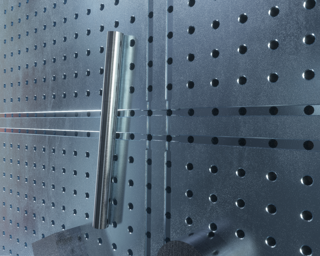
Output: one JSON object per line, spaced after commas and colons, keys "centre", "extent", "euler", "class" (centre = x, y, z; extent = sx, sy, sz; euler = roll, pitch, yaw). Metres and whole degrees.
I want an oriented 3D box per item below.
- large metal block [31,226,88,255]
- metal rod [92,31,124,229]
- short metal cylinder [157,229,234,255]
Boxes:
{"centre": [-0.171, 0.224, 0.535], "extent": [0.080, 0.050, 0.080], "euler": [-31, 71, 35], "class": "large metal block"}
{"centre": [-0.080, 0.006, 0.475], "extent": [0.025, 0.025, 0.298], "euler": [9, 95, 39], "class": "metal rod"}
{"centre": [0.041, 0.164, 0.359], "extent": [0.080, 0.050, 0.080], "euler": [0, 90, 40], "class": "short metal cylinder"}
